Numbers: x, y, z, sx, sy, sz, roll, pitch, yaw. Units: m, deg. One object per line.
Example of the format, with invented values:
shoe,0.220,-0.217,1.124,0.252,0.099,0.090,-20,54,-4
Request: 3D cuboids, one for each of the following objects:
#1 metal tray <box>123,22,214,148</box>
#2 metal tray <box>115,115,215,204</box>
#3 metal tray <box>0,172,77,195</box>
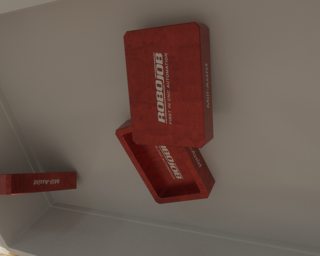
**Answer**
metal tray,0.010,-0.046,0.348,0.090,0.030,0.129,1,102,27
metal tray,0.008,0.041,0.426,0.090,0.030,0.130,-17,110,34
metal tray,-0.217,0.092,0.516,0.090,0.131,0.030,-9,80,32
